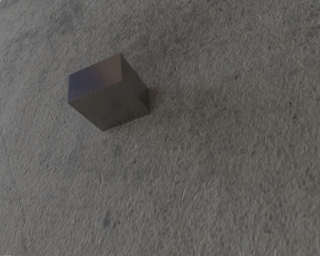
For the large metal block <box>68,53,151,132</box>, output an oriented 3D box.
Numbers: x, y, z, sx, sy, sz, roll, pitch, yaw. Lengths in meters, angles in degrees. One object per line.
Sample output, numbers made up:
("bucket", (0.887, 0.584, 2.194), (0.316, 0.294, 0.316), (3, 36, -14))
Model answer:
("large metal block", (-0.069, -0.047, 0.431), (0.080, 0.080, 0.050), (-20, 55, 16))
